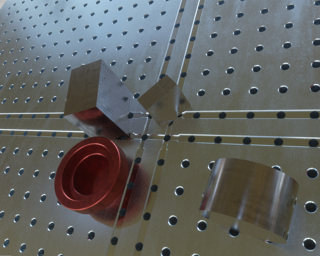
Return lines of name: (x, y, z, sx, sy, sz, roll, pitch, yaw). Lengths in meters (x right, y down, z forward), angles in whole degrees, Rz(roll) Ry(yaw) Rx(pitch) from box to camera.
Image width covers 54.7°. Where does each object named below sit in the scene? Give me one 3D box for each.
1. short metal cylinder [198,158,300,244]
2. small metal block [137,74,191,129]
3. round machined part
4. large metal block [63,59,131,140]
short metal cylinder: (0.082, 0.068, 0.288, 0.080, 0.080, 0.050, 9, 67, 32)
small metal block: (0.006, -0.034, 0.410, 0.050, 0.050, 0.025, -41, 51, 0)
round machined part: (-0.084, 0.064, 0.402, 0.098, 0.042, 0.098, -13, 56, 21)
large metal block: (-0.085, -0.036, 0.439, 0.050, 0.080, 0.080, -14, 56, 20)
